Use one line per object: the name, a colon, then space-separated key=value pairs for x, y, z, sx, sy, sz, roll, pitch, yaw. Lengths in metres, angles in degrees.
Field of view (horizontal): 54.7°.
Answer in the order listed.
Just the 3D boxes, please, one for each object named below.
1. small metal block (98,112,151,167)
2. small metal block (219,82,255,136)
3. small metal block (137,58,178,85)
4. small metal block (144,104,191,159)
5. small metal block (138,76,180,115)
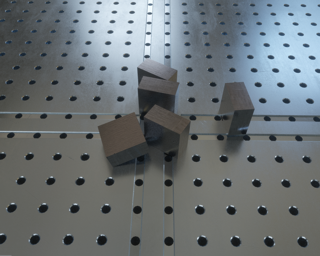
small metal block: x=-0.045 y=0.014 z=0.389 sx=0.050 sy=0.025 sz=0.050 roll=-22 pitch=53 yaw=-3
small metal block: x=0.101 y=-0.026 z=0.414 sx=0.025 sy=0.050 sz=0.050 roll=-4 pitch=50 yaw=-4
small metal block: x=-0.004 y=-0.066 z=0.447 sx=0.050 sy=0.050 sz=0.025 roll=27 pitch=55 yaw=20
small metal block: x=0.008 y=0.005 z=0.387 sx=0.050 sy=0.050 sz=0.025 roll=26 pitch=54 yaw=19
small metal block: x=-0.002 y=-0.040 z=0.425 sx=0.050 sy=0.050 sz=0.025 roll=12 pitch=51 yaw=9
